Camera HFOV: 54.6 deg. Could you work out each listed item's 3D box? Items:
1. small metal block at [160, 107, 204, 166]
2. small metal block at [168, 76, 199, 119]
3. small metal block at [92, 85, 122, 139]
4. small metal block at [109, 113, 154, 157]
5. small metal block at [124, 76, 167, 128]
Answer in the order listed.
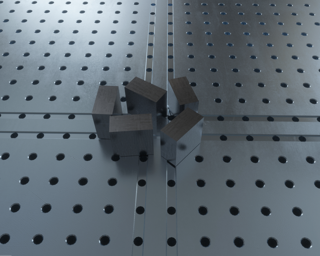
[{"bbox_3d":[0.027,0.011,0.382,0.025,0.050,0.050,34,58,26],"label":"small metal block"},{"bbox_3d":[0.030,-0.033,0.419,0.025,0.050,0.050,-12,50,-10],"label":"small metal block"},{"bbox_3d":[-0.068,-0.020,0.408,0.025,0.050,0.050,3,51,3],"label":"small metal block"},{"bbox_3d":[-0.034,0.010,0.383,0.050,0.050,0.025,-4,50,-3],"label":"small metal block"},{"bbox_3d":[-0.018,-0.035,0.421,0.050,0.050,0.025,27,56,20],"label":"small metal block"}]
